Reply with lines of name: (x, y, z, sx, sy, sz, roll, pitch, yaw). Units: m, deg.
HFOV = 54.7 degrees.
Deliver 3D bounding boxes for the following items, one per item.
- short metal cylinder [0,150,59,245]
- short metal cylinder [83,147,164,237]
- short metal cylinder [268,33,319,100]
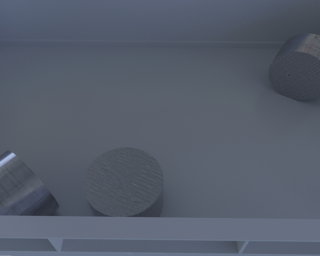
short metal cylinder: (-0.148, 0.069, 0.310, 0.080, 0.080, 0.050, 33, 57, 24)
short metal cylinder: (-0.037, 0.068, 0.332, 0.080, 0.050, 0.080, 0, 50, 0)
short metal cylinder: (0.204, -0.087, 0.444, 0.080, 0.080, 0.050, 25, 55, 20)
